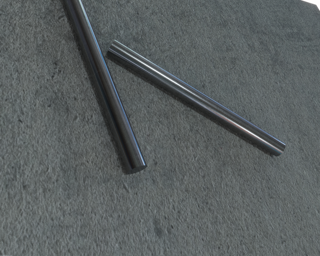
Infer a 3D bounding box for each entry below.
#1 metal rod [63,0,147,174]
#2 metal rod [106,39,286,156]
[{"bbox_3d":[-0.082,-0.081,0.409,0.025,0.025,0.299,-10,67,-33],"label":"metal rod"},{"bbox_3d":[0.060,-0.040,0.462,0.301,0.025,0.025,30,52,-10],"label":"metal rod"}]
